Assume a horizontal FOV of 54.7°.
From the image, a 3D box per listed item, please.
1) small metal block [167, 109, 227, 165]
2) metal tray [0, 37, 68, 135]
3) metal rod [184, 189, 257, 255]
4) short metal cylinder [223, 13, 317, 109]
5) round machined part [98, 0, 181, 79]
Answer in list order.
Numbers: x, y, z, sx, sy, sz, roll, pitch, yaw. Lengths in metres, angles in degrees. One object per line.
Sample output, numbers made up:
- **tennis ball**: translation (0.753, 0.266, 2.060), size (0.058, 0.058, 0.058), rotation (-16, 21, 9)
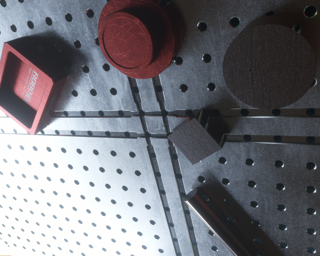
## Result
- **small metal block**: translation (0.047, 0.012, 0.393), size (0.050, 0.025, 0.050), rotation (48, 129, -6)
- **metal tray**: translation (-0.203, -0.060, 0.474), size (0.090, 0.030, 0.129), rotation (39, 129, 1)
- **metal rod**: translation (0.143, 0.208, 0.463), size (0.300, 0.025, 0.025), rotation (48, 129, -7)
- **short metal cylinder**: translation (0.107, -0.065, 0.299), size (0.080, 0.050, 0.079), rotation (13, 124, 20)
- **round machined part**: translation (-0.030, -0.101, 0.352), size (0.098, 0.042, 0.097), rotation (13, 124, 20)
